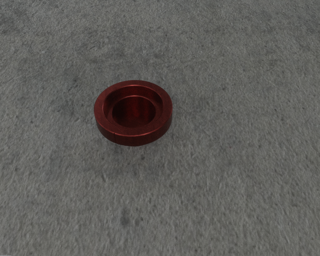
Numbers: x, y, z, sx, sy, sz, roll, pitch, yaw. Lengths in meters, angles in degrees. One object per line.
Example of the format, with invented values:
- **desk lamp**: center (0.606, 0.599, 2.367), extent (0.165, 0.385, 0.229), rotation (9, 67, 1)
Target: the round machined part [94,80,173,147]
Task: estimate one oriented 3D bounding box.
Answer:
- **round machined part**: center (-0.033, -0.015, 0.404), extent (0.099, 0.042, 0.098), rotation (0, 50, 0)
